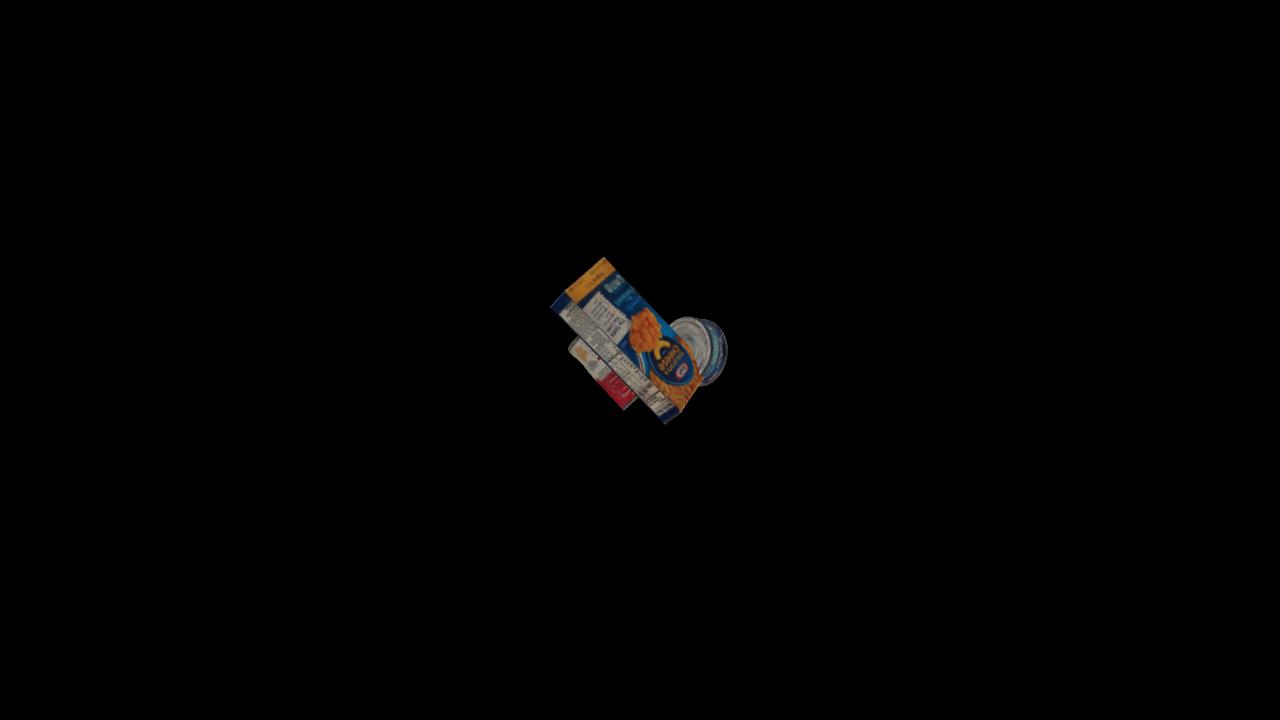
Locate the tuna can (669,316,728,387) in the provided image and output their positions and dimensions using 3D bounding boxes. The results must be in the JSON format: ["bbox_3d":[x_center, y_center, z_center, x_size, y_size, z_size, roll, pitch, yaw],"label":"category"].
[{"bbox_3d":[0.062,-0.010,0.743,0.084,0.084,0.034,0,-6,43],"label":"tuna can"}]

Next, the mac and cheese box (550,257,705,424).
[{"bbox_3d":[-0.007,-0.024,0.703,0.041,0.184,0.093,-40,7,42],"label":"mac and cheese box"}]

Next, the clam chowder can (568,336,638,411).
[{"bbox_3d":[-0.030,0.002,0.748,0.068,0.102,0.068,-43,-2,-2],"label":"clam chowder can"}]
